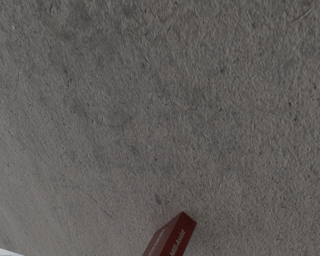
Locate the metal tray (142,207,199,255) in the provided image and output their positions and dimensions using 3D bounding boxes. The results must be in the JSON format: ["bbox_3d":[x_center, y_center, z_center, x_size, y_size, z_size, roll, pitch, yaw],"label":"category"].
[{"bbox_3d":[0.003,0.191,0.472,0.030,0.131,0.089,40,129,0],"label":"metal tray"}]
